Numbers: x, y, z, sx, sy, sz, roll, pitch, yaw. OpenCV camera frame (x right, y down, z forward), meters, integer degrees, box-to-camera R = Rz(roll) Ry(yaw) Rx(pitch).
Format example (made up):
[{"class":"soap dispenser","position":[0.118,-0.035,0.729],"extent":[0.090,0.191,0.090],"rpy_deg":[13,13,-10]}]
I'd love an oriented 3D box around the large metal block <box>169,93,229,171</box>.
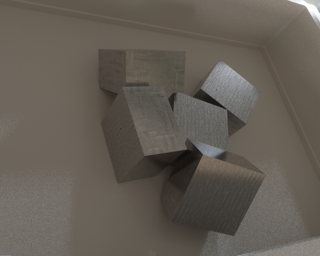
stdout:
[{"class":"large metal block","position":[0.042,0.008,0.408],"extent":[0.081,0.050,0.080],"rpy_deg":[18,55,-19]}]

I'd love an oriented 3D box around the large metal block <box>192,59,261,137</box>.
[{"class":"large metal block","position":[0.094,-0.043,0.467],"extent":[0.080,0.050,0.080],"rpy_deg":[38,51,-3]}]

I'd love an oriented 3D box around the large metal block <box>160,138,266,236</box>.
[{"class":"large metal block","position":[0.058,0.067,0.352],"extent":[0.081,0.080,0.050],"rpy_deg":[19,12,-19]}]

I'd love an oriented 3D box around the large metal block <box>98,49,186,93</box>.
[{"class":"large metal block","position":[-0.025,-0.073,0.394],"extent":[0.081,0.080,0.050],"rpy_deg":[-8,108,-31]}]

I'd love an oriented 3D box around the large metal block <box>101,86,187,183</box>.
[{"class":"large metal block","position":[-0.023,0.008,0.353],"extent":[0.050,0.080,0.080],"rpy_deg":[-6,65,-31]}]
